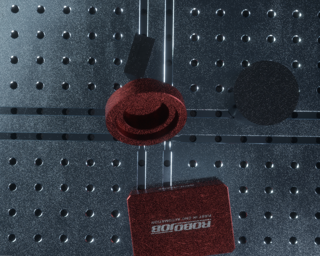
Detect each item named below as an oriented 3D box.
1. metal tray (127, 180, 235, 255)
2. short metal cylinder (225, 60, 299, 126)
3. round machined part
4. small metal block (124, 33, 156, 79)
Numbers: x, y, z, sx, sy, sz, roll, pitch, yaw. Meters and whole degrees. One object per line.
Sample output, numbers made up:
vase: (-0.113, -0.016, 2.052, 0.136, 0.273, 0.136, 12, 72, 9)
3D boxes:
metal tray: (0.027, 0.123, 0.411, 0.131, 0.030, 0.089, -7, 90, -1)
short metal cylinder: (0.130, -0.043, 0.403, 0.081, 0.050, 0.079, 0, 90, -1)
round machined part: (-0.018, -0.023, 0.387, 0.099, 0.098, 0.042, -10, 50, -1)
small metal block: (-0.025, -0.088, 0.401, 0.025, 0.050, 0.050, 17, 90, 0)
